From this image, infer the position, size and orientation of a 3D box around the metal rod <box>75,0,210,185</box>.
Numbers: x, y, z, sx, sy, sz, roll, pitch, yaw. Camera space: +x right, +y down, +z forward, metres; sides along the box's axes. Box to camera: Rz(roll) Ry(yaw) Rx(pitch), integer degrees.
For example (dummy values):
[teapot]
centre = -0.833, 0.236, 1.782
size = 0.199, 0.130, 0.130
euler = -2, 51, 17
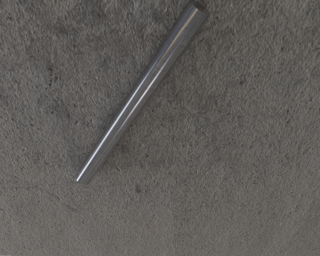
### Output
[metal rod]
centre = -0.038, -0.022, 0.387
size = 0.025, 0.025, 0.298
euler = 25, 126, -20
